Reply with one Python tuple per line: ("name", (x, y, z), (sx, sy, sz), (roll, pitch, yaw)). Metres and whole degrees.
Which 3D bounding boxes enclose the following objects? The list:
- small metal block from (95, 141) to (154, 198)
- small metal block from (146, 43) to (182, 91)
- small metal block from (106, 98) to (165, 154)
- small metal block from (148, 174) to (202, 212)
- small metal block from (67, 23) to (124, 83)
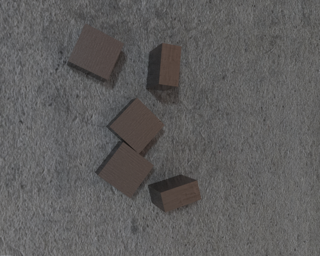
("small metal block", (-0.045, 0.052, 0.392), (0.050, 0.025, 0.050), (40, 78, -16))
("small metal block", (0.004, -0.076, 0.397), (0.025, 0.050, 0.050), (5, 88, -20))
("small metal block", (-0.032, -0.003, 0.397), (0.050, 0.025, 0.050), (45, 76, -15))
("small metal block", (0.018, 0.083, 0.402), (0.050, 0.050, 0.025), (-15, 95, -20))
("small metal block", (-0.079, -0.090, 0.379), (0.050, 0.025, 0.050), (24, 82, -19))
